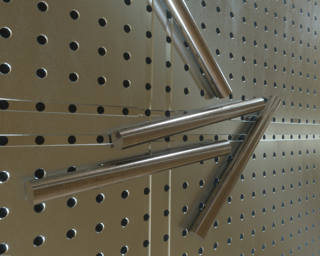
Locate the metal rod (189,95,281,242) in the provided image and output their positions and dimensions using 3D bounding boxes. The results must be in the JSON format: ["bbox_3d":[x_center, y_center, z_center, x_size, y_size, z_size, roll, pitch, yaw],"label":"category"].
[{"bbox_3d":[0.136,0.053,0.521,0.301,0.025,0.025,-52,121,-27],"label":"metal rod"}]

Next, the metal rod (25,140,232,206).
[{"bbox_3d":[-0.012,0.047,0.398,0.302,0.025,0.025,-8,95,-40],"label":"metal rod"}]

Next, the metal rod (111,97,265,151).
[{"bbox_3d":[0.063,-0.014,0.460,0.302,0.025,0.025,-14,99,-39],"label":"metal rod"}]

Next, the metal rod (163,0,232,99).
[{"bbox_3d":[0.025,-0.164,0.428,0.025,0.025,0.300,-50,120,-28],"label":"metal rod"}]
